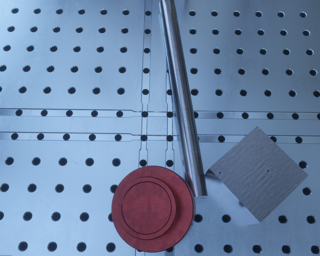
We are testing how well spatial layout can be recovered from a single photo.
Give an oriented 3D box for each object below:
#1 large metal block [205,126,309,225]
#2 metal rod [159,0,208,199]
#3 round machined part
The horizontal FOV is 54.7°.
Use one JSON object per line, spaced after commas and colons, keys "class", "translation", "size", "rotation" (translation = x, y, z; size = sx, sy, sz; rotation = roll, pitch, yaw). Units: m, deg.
{"class": "large metal block", "translation": [0.113, 0.059, 0.378], "size": [0.080, 0.050, 0.080], "rotation": [-39, 75, -13]}
{"class": "metal rod", "translation": [0.029, -0.054, 0.431], "size": [0.025, 0.025, 0.299], "rotation": [-6, 70, -2]}
{"class": "round machined part", "translation": [-0.010, 0.092, 0.357], "size": [0.098, 0.042, 0.098], "rotation": [-3, 75, 13]}
